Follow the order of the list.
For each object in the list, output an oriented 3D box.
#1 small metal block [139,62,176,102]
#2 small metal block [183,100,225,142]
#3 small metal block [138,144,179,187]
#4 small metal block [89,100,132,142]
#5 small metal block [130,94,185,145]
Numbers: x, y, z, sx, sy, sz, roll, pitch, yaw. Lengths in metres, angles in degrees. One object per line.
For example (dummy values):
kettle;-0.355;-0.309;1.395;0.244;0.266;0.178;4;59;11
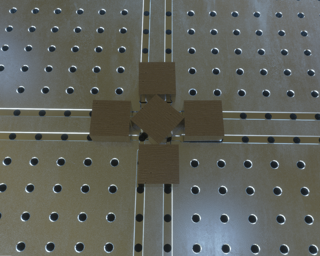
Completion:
small metal block;-0.004;-0.065;0.435;0.050;0.025;0.050;0;70;-1
small metal block;0.057;-0.009;0.416;0.050;0.025;0.050;0;70;-1
small metal block;-0.002;0.048;0.394;0.050;0.025;0.050;0;70;0
small metal block;-0.064;-0.009;0.414;0.050;0.025;0.050;1;70;0
small metal block;-0.003;-0.008;0.414;0.050;0.025;0.050;40;75;13
